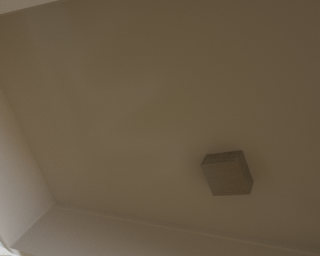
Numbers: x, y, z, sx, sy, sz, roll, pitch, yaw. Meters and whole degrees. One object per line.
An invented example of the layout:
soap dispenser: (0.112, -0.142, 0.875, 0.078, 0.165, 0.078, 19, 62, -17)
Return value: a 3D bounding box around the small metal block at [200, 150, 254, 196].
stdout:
small metal block: (0.087, 0.059, 0.400, 0.050, 0.025, 0.050, -11, 113, 33)
